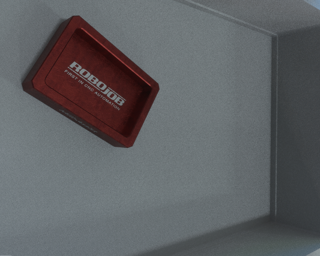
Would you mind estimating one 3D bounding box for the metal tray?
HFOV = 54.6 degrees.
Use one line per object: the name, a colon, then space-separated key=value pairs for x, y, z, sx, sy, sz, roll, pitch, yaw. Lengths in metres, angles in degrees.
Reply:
metal tray: x=-0.068 y=-0.046 z=0.344 sx=0.130 sy=0.030 sz=0.090 roll=37 pitch=67 yaw=-34
